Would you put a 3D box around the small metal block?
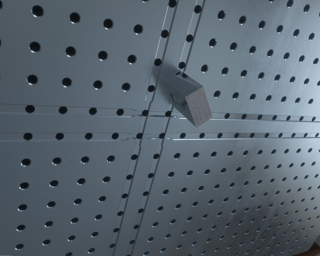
[{"bbox_3d":[0.037,-0.037,0.395,0.025,0.050,0.050,-32,129,-8],"label":"small metal block"}]
